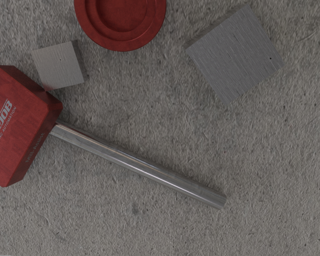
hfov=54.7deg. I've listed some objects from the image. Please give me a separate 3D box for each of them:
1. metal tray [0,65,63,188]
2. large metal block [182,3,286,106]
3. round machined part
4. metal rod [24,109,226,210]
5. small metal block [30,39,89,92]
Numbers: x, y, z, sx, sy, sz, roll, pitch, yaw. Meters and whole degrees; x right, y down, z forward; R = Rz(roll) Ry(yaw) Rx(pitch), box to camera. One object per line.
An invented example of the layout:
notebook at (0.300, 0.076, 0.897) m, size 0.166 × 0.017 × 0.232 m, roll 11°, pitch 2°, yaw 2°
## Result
metal tray at (-0.191, -0.002, 0.390) m, size 0.090 × 0.030 × 0.129 m, roll 37°, pitch 107°, yaw 7°
large metal block at (0.084, -0.087, 0.365) m, size 0.080 × 0.050 × 0.080 m, roll -35°, pitch 107°, yaw 12°
round machined part at (-0.042, -0.138, 0.349) m, size 0.099 × 0.042 × 0.097 m, roll 0°, pitch 110°, yaw 0°
metal rod at (-0.045, 0.043, 0.425) m, size 0.301 × 0.025 × 0.025 m, roll 26°, pitch 108°, yaw -10°
small metal block at (-0.122, -0.077, 0.380) m, size 0.050 × 0.025 × 0.050 m, roll -13°, pitch 110°, yaw 4°
